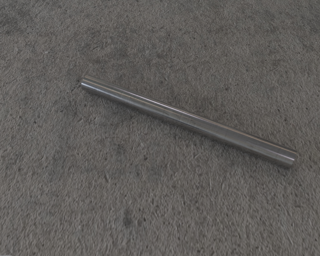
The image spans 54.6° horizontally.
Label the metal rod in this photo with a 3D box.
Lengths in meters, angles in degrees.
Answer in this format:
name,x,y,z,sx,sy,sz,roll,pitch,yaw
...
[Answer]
name,x,y,z,sx,sy,sz,roll,pitch,yaw
metal rod,0.025,-0.014,0.415,0.301,0.025,0.025,21,53,17
